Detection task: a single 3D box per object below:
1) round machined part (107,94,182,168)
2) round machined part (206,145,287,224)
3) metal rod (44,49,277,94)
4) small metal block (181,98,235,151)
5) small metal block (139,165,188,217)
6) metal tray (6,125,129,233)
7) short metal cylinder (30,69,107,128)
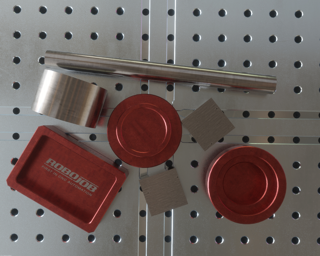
[{"bbox_3d":[-0.020,0.003,0.404,0.099,0.042,0.097,0,87,0],"label":"round machined part"},{"bbox_3d":[0.109,0.071,0.406,0.099,0.042,0.097,0,90,0],"label":"round machined part"},{"bbox_3d":[0.001,-0.075,0.413,0.302,0.025,0.025,7,90,0],"label":"metal rod"},{"bbox_3d":[0.062,-0.005,0.414,0.050,0.025,0.050,-38,90,0],"label":"small metal block"},{"bbox_3d":[0.005,0.083,0.413,0.050,0.025,0.050,-19,90,0],"label":"small metal block"},{"bbox_3d":[-0.120,0.065,0.409,0.130,0.030,0.090,31,90,0],"label":"metal tray"},{"bbox_3d":[-0.111,-0.035,0.385,0.080,0.080,0.050,18,90,0],"label":"short metal cylinder"}]
